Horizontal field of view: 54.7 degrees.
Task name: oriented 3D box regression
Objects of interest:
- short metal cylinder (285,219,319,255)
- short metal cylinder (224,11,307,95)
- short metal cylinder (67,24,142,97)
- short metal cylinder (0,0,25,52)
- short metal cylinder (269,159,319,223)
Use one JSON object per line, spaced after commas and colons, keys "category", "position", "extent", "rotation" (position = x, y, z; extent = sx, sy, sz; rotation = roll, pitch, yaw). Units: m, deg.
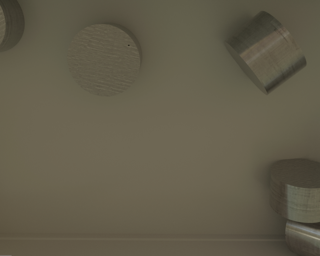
{"category": "short metal cylinder", "position": [0.220, 0.144, 0.433], "extent": [0.081, 0.050, 0.079], "rotation": [-4, 96, -38]}
{"category": "short metal cylinder", "position": [0.118, -0.084, 0.353], "extent": [0.050, 0.080, 0.080], "rotation": [-39, 106, 13]}
{"category": "short metal cylinder", "position": [-0.062, -0.082, 0.367], "extent": [0.081, 0.050, 0.079], "rotation": [0, 110, -1]}
{"category": "short metal cylinder", "position": [-0.204, -0.123, 0.350], "extent": [0.081, 0.050, 0.079], "rotation": [0, 110, -1]}
{"category": "short metal cylinder", "position": [0.190, 0.081, 0.415], "extent": [0.081, 0.080, 0.050], "rotation": [-5, 110, 1]}
